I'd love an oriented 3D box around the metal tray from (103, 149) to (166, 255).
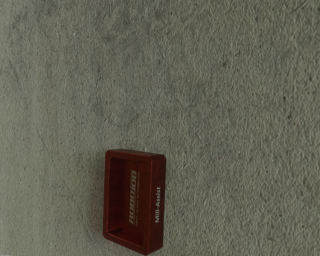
[{"bbox_3d":[-0.038,0.098,0.432,0.090,0.030,0.129,4,92,40],"label":"metal tray"}]
